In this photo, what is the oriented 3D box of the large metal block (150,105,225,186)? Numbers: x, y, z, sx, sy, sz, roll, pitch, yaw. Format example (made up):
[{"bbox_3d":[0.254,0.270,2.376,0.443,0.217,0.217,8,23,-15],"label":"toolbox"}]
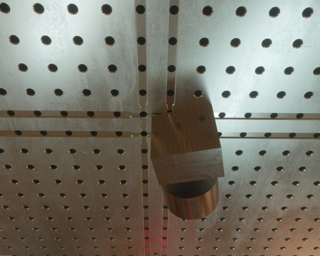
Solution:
[{"bbox_3d":[0.034,0.021,0.393,0.080,0.080,0.050,-9,130,7],"label":"large metal block"}]

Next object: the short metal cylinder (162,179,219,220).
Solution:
[{"bbox_3d":[0.044,0.084,0.447,0.080,0.080,0.050,-7,130,6],"label":"short metal cylinder"}]
